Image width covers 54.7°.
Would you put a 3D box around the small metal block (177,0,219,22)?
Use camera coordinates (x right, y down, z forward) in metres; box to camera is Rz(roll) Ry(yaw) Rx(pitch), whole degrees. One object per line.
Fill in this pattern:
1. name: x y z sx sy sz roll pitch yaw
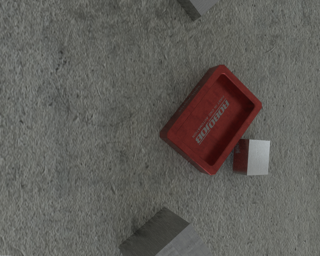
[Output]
1. small metal block: 0.053 -0.186 0.428 0.050 0.025 0.050 -45 104 -15

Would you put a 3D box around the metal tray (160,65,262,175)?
1. metal tray: 0.073 -0.012 0.433 0.090 0.030 0.130 41 77 -16

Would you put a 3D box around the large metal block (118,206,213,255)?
1. large metal block: 0.003 0.151 0.381 0.080 0.080 0.050 -38 102 -16

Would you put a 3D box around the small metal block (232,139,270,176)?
1. small metal block: 0.133 0.042 0.451 0.050 0.025 0.050 5 89 -38
